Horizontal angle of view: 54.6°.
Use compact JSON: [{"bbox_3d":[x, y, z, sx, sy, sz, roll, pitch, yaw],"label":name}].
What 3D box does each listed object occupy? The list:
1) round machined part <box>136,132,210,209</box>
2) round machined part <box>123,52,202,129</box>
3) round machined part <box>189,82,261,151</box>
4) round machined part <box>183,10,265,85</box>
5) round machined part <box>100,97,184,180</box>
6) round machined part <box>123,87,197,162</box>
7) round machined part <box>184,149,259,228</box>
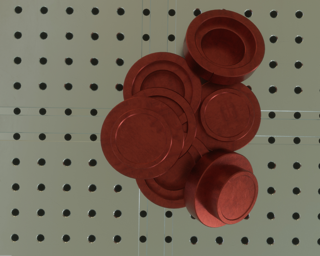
[{"bbox_3d":[0.018,0.051,0.405,0.099,0.042,0.097,0,90,0],"label":"round machined part"},{"bbox_3d":[0.003,-0.046,0.405,0.099,0.042,0.097,0,90,0],"label":"round machined part"},{"bbox_3d":[0.084,-0.016,0.405,0.099,0.042,0.097,0,90,0],"label":"round machined part"},{"bbox_3d":[0.078,-0.097,0.394,0.099,0.042,0.098,2,69,-6],"label":"round machined part"},{"bbox_3d":[-0.021,0.012,0.362,0.099,0.042,0.097,0,90,0],"label":"round machined part"},{"bbox_3d":[-0.004,-0.002,0.404,0.099,0.042,0.097,0,90,0],"label":"round machined part"},{"bbox_3d":[0.082,0.078,0.381,0.099,0.042,0.097,-9,108,-31],"label":"round machined part"}]
